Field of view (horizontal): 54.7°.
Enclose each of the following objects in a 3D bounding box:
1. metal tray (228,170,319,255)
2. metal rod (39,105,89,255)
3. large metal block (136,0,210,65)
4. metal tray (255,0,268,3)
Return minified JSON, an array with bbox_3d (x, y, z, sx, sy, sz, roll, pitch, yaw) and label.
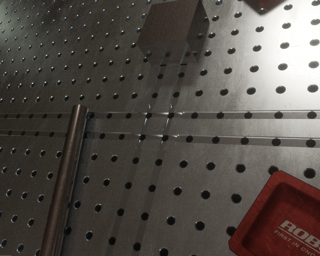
[{"bbox_3d":[0.138,0.106,0.267,0.130,0.030,0.090,29,77,37],"label":"metal tray"},{"bbox_3d":[-0.133,0.099,0.414,0.025,0.025,0.299,-11,57,22],"label":"metal rod"},{"bbox_3d":[0.021,-0.144,0.468,0.080,0.050,0.080,4,64,29],"label":"large metal block"},{"bbox_3d":[0.182,-0.254,0.465,0.130,0.030,0.090,-32,52,7],"label":"metal tray"}]
